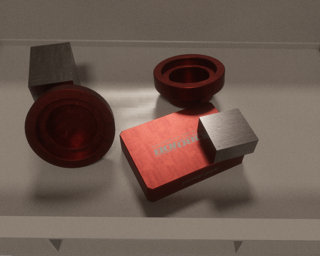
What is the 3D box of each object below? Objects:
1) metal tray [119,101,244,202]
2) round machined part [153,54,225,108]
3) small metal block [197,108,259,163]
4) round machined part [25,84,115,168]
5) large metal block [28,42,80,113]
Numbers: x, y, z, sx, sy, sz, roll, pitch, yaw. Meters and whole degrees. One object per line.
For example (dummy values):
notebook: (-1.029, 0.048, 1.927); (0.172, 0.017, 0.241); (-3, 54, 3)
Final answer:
metal tray: (0.027, 0.024, 0.382); (0.131, 0.030, 0.090); (-20, 53, -17)
round machined part: (0.041, -0.065, 0.440); (0.099, 0.042, 0.098); (-4, 38, 3)
small metal block: (0.077, 0.008, 0.360); (0.050, 0.025, 0.050); (-13, 52, -12)
round machined part: (-0.104, -0.005, 0.368); (0.099, 0.097, 0.042); (-8, 24, -7)
large metal block: (-0.136, -0.055, 0.413); (0.050, 0.080, 0.080); (-10, 50, -9)
